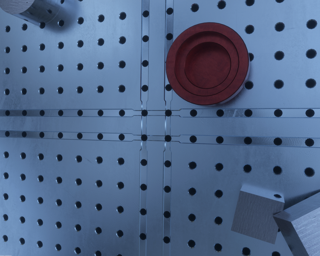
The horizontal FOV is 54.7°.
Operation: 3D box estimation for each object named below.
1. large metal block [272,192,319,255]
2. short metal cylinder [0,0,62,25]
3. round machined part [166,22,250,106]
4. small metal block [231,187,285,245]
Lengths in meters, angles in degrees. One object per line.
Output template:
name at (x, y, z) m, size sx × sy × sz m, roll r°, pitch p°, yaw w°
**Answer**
large metal block at (0.181, 0.114, 0.322) m, size 0.080 × 0.050 × 0.080 m, roll -25°, pitch 81°, yaw -5°
short metal cylinder at (-0.197, -0.203, 0.467) m, size 0.080 × 0.050 × 0.079 m, roll 0°, pitch 90°, yaw 19°
round machined part at (0.060, -0.075, 0.382) m, size 0.098 × 0.042 × 0.097 m, roll 0°, pitch 90°, yaw 19°
small metal block at (0.117, 0.103, 0.371) m, size 0.050 × 0.025 × 0.050 m, roll 13°, pitch 94°, yaw 19°
